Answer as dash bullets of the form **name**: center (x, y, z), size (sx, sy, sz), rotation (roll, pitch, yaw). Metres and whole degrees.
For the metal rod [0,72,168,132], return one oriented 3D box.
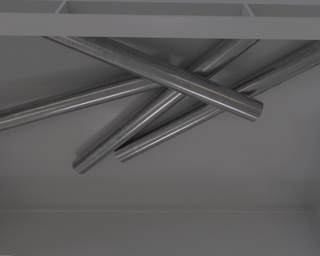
- **metal rod**: center (-0.136, -0.024, 0.370), size (0.301, 0.025, 0.025), rotation (-15, 129, 5)

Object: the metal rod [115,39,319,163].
- **metal rod**: center (0.067, -0.027, 0.386), size (0.300, 0.025, 0.025), rotation (-28, 125, 21)

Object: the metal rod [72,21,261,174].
- **metal rod**: center (-0.010, -0.023, 0.389), size (0.299, 0.025, 0.025), rotation (-36, 122, 26)

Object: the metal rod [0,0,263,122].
- **metal rod**: center (-0.030, -0.071, 0.325), size (0.302, 0.025, 0.025), rotation (21, 127, -9)
